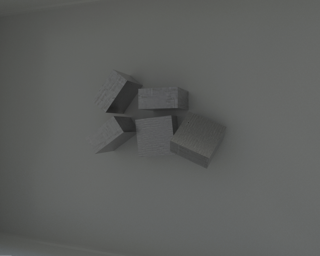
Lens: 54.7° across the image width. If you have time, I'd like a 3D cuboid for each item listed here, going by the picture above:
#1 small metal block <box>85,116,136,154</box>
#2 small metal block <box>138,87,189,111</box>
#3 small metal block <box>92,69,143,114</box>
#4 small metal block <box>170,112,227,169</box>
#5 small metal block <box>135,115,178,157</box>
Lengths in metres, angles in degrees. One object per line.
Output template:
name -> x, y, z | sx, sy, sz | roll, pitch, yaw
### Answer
small metal block -> -0.063, 0.009, 0.418 | 0.050, 0.050, 0.025 | -36, 79, 16
small metal block -> 0.006, -0.036, 0.394 | 0.050, 0.050, 0.025 | 0, 90, 19
small metal block -> -0.056, -0.047, 0.416 | 0.025, 0.050, 0.050 | 39, 102, 15
small metal block -> 0.047, 0.014, 0.380 | 0.050, 0.025, 0.050 | 24, 58, 17
small metal block -> -0.002, 0.011, 0.411 | 0.050, 0.025, 0.050 | -6, 88, 19
